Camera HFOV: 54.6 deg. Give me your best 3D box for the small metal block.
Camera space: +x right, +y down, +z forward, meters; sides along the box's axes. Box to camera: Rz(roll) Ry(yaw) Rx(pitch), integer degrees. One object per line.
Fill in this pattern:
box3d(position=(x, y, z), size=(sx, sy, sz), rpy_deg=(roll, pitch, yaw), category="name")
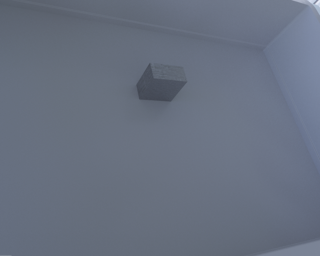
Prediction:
box3d(position=(0.002, -0.062, 0.428), size=(0.050, 0.050, 0.025), rpy_deg=(1, 61, -28), category="small metal block")
